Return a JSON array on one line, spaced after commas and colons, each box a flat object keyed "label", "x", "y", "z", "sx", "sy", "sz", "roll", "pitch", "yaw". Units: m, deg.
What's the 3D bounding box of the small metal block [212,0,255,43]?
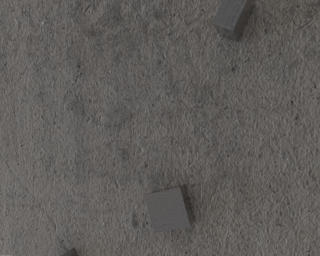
[{"label": "small metal block", "x": 0.088, "y": -0.135, "z": 0.364, "sx": 0.025, "sy": 0.050, "sz": 0.050, "roll": 27, "pitch": 99, "yaw": 18}]

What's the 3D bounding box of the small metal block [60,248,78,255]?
[{"label": "small metal block", "x": -0.151, "y": 0.206, "z": 0.449, "sx": 0.050, "sy": 0.050, "sz": 0.025, "roll": -39, "pitch": 78, "yaw": 16}]

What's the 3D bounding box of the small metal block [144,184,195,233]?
[{"label": "small metal block", "x": 0.013, "y": 0.105, "z": 0.404, "sx": 0.050, "sy": 0.025, "sz": 0.050, "roll": -17, "pitch": 85, "yaw": 19}]
